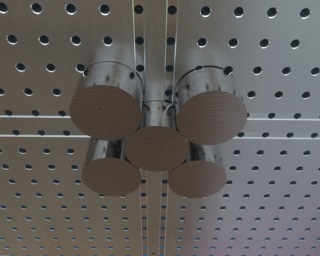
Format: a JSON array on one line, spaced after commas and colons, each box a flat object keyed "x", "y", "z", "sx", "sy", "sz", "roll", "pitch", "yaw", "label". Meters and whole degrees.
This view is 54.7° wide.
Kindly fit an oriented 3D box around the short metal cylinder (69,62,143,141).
[{"x": -0.061, "y": -0.031, "z": 0.367, "sx": 0.081, "sy": 0.050, "sz": 0.079, "roll": 0, "pitch": 130, "yaw": 0, "label": "short metal cylinder"}]

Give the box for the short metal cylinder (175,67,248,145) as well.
[{"x": 0.059, "y": -0.025, "z": 0.372, "sx": 0.081, "sy": 0.050, "sz": 0.079, "roll": 0, "pitch": 130, "yaw": 0, "label": "short metal cylinder"}]

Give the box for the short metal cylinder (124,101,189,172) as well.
[{"x": -0.004, "y": 0.012, "z": 0.404, "sx": 0.081, "sy": 0.050, "sz": 0.079, "roll": 0, "pitch": 130, "yaw": 0, "label": "short metal cylinder"}]

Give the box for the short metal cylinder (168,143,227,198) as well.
[{"x": 0.051, "y": 0.056, "z": 0.443, "sx": 0.081, "sy": 0.050, "sz": 0.079, "roll": 0, "pitch": 130, "yaw": 0, "label": "short metal cylinder"}]

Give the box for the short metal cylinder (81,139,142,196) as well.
[{"x": -0.065, "y": 0.052, "z": 0.437, "sx": 0.081, "sy": 0.050, "sz": 0.079, "roll": 0, "pitch": 130, "yaw": 0, "label": "short metal cylinder"}]
